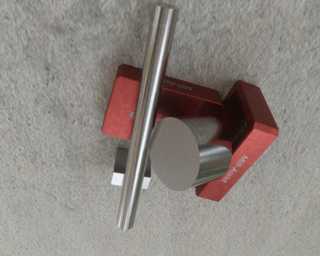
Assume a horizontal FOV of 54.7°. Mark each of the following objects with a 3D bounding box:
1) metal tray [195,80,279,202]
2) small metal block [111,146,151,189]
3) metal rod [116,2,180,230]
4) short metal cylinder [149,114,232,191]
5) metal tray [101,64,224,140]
[{"bbox_3d":[0.084,0.018,0.382,0.030,0.090,0.129,18,128,-15],"label":"metal tray"},{"bbox_3d":[-0.040,0.056,0.439,0.050,0.050,0.025,10,129,-9],"label":"small metal block"},{"bbox_3d":[-0.022,0.010,0.366,0.025,0.025,0.298,8,121,-7],"label":"metal rod"},{"bbox_3d":[0.032,0.025,0.347,0.050,0.080,0.079,-7,140,-39],"label":"short metal cylinder"},{"bbox_3d":[0.001,-0.019,0.388,0.131,0.030,0.089,14,129,-12],"label":"metal tray"}]
